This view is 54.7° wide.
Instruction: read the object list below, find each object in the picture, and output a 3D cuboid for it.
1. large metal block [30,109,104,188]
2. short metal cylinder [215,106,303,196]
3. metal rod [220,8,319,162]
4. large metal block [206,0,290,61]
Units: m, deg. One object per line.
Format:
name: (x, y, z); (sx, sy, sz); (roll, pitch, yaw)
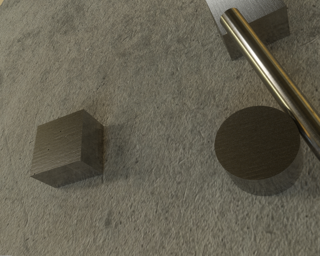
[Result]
large metal block: (-0.128, 0.030, 0.436); (0.080, 0.050, 0.080); (-18, 55, 17)
short metal cylinder: (0.103, 0.024, 0.319); (0.080, 0.050, 0.080); (-13, 56, 21)
metal rod: (0.140, -0.015, 0.306); (0.025, 0.025, 0.299); (-30, 62, 9)
large metal block: (0.117, -0.150, 0.419); (0.080, 0.050, 0.080); (-23, 53, 14)
